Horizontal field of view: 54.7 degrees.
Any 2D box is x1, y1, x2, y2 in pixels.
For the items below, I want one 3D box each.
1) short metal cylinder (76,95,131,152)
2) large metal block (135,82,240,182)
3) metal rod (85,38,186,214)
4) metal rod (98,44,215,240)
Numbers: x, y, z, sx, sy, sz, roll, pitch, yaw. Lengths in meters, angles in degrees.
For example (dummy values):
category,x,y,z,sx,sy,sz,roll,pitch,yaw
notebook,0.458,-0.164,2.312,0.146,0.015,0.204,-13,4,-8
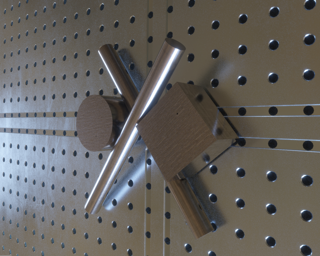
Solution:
category,x,y,z,sx,sy,sz,roll,pitch,yaw
short metal cylinder,-0.077,-0.007,0.452,0.080,0.050,0.079,0,90,40
large metal block,0.029,0.005,0.363,0.080,0.050,0.080,-46,63,30
metal rod,-0.046,0.018,0.415,0.025,0.025,0.298,50,128,28
metal rod,-0.015,0.003,0.416,0.025,0.025,0.299,-43,64,31
